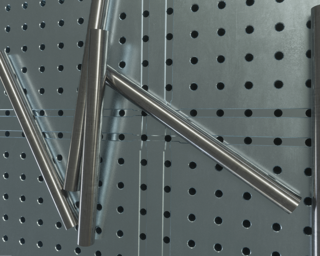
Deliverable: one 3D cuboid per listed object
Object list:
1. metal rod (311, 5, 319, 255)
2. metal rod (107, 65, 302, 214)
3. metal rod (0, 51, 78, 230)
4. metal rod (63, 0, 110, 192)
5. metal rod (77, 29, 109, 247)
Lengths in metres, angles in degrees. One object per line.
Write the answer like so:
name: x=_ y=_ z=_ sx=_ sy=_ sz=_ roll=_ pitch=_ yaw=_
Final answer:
metal rod: x=0.184 y=0.014 z=0.347 sx=0.025 sy=0.025 sz=0.298 roll=0 pitch=90 yaw=19
metal rod: x=0.038 y=0.005 z=0.398 sx=0.300 sy=0.025 sz=0.025 roll=36 pitch=101 yaw=16
metal rod: x=-0.194 y=0.013 z=0.479 sx=0.025 sy=0.025 sz=0.299 roll=-30 pitch=81 yaw=17
metal rod: x=-0.105 y=-0.057 z=0.448 sx=0.025 sy=0.025 sz=0.298 roll=11 pitch=93 yaw=19
metal rod: x=-0.093 y=0.019 z=0.427 sx=0.025 sy=0.025 sz=0.298 roll=9 pitch=99 yaw=19
